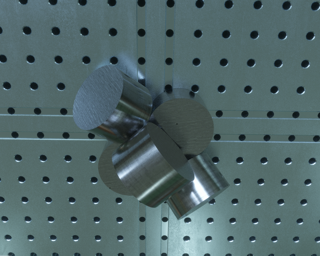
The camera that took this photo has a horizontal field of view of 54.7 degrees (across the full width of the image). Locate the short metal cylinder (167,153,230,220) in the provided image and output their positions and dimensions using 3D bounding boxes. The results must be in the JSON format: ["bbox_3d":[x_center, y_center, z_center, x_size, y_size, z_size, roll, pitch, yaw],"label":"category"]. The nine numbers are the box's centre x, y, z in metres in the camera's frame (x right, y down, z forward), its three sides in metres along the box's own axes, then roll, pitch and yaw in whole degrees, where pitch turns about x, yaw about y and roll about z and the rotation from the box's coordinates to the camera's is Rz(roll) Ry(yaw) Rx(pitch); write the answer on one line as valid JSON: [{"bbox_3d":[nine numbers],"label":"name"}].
[{"bbox_3d":[0.043,0.077,0.405,0.080,0.080,0.050,-39,71,13],"label":"short metal cylinder"}]

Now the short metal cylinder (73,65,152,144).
[{"bbox_3d":[-0.056,-0.027,0.366,0.080,0.080,0.050,-44,139,14],"label":"short metal cylinder"}]

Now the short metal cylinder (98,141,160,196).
[{"bbox_3d":[-0.038,0.043,0.414,0.081,0.050,0.079,0,110,-1],"label":"short metal cylinder"}]

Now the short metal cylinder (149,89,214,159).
[{"bbox_3d":[0.025,-0.006,0.397,0.081,0.050,0.079,0,110,-1],"label":"short metal cylinder"}]

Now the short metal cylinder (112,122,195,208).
[{"bbox_3d":[-0.007,0.040,0.344,0.050,0.080,0.080,-39,106,13],"label":"short metal cylinder"}]
